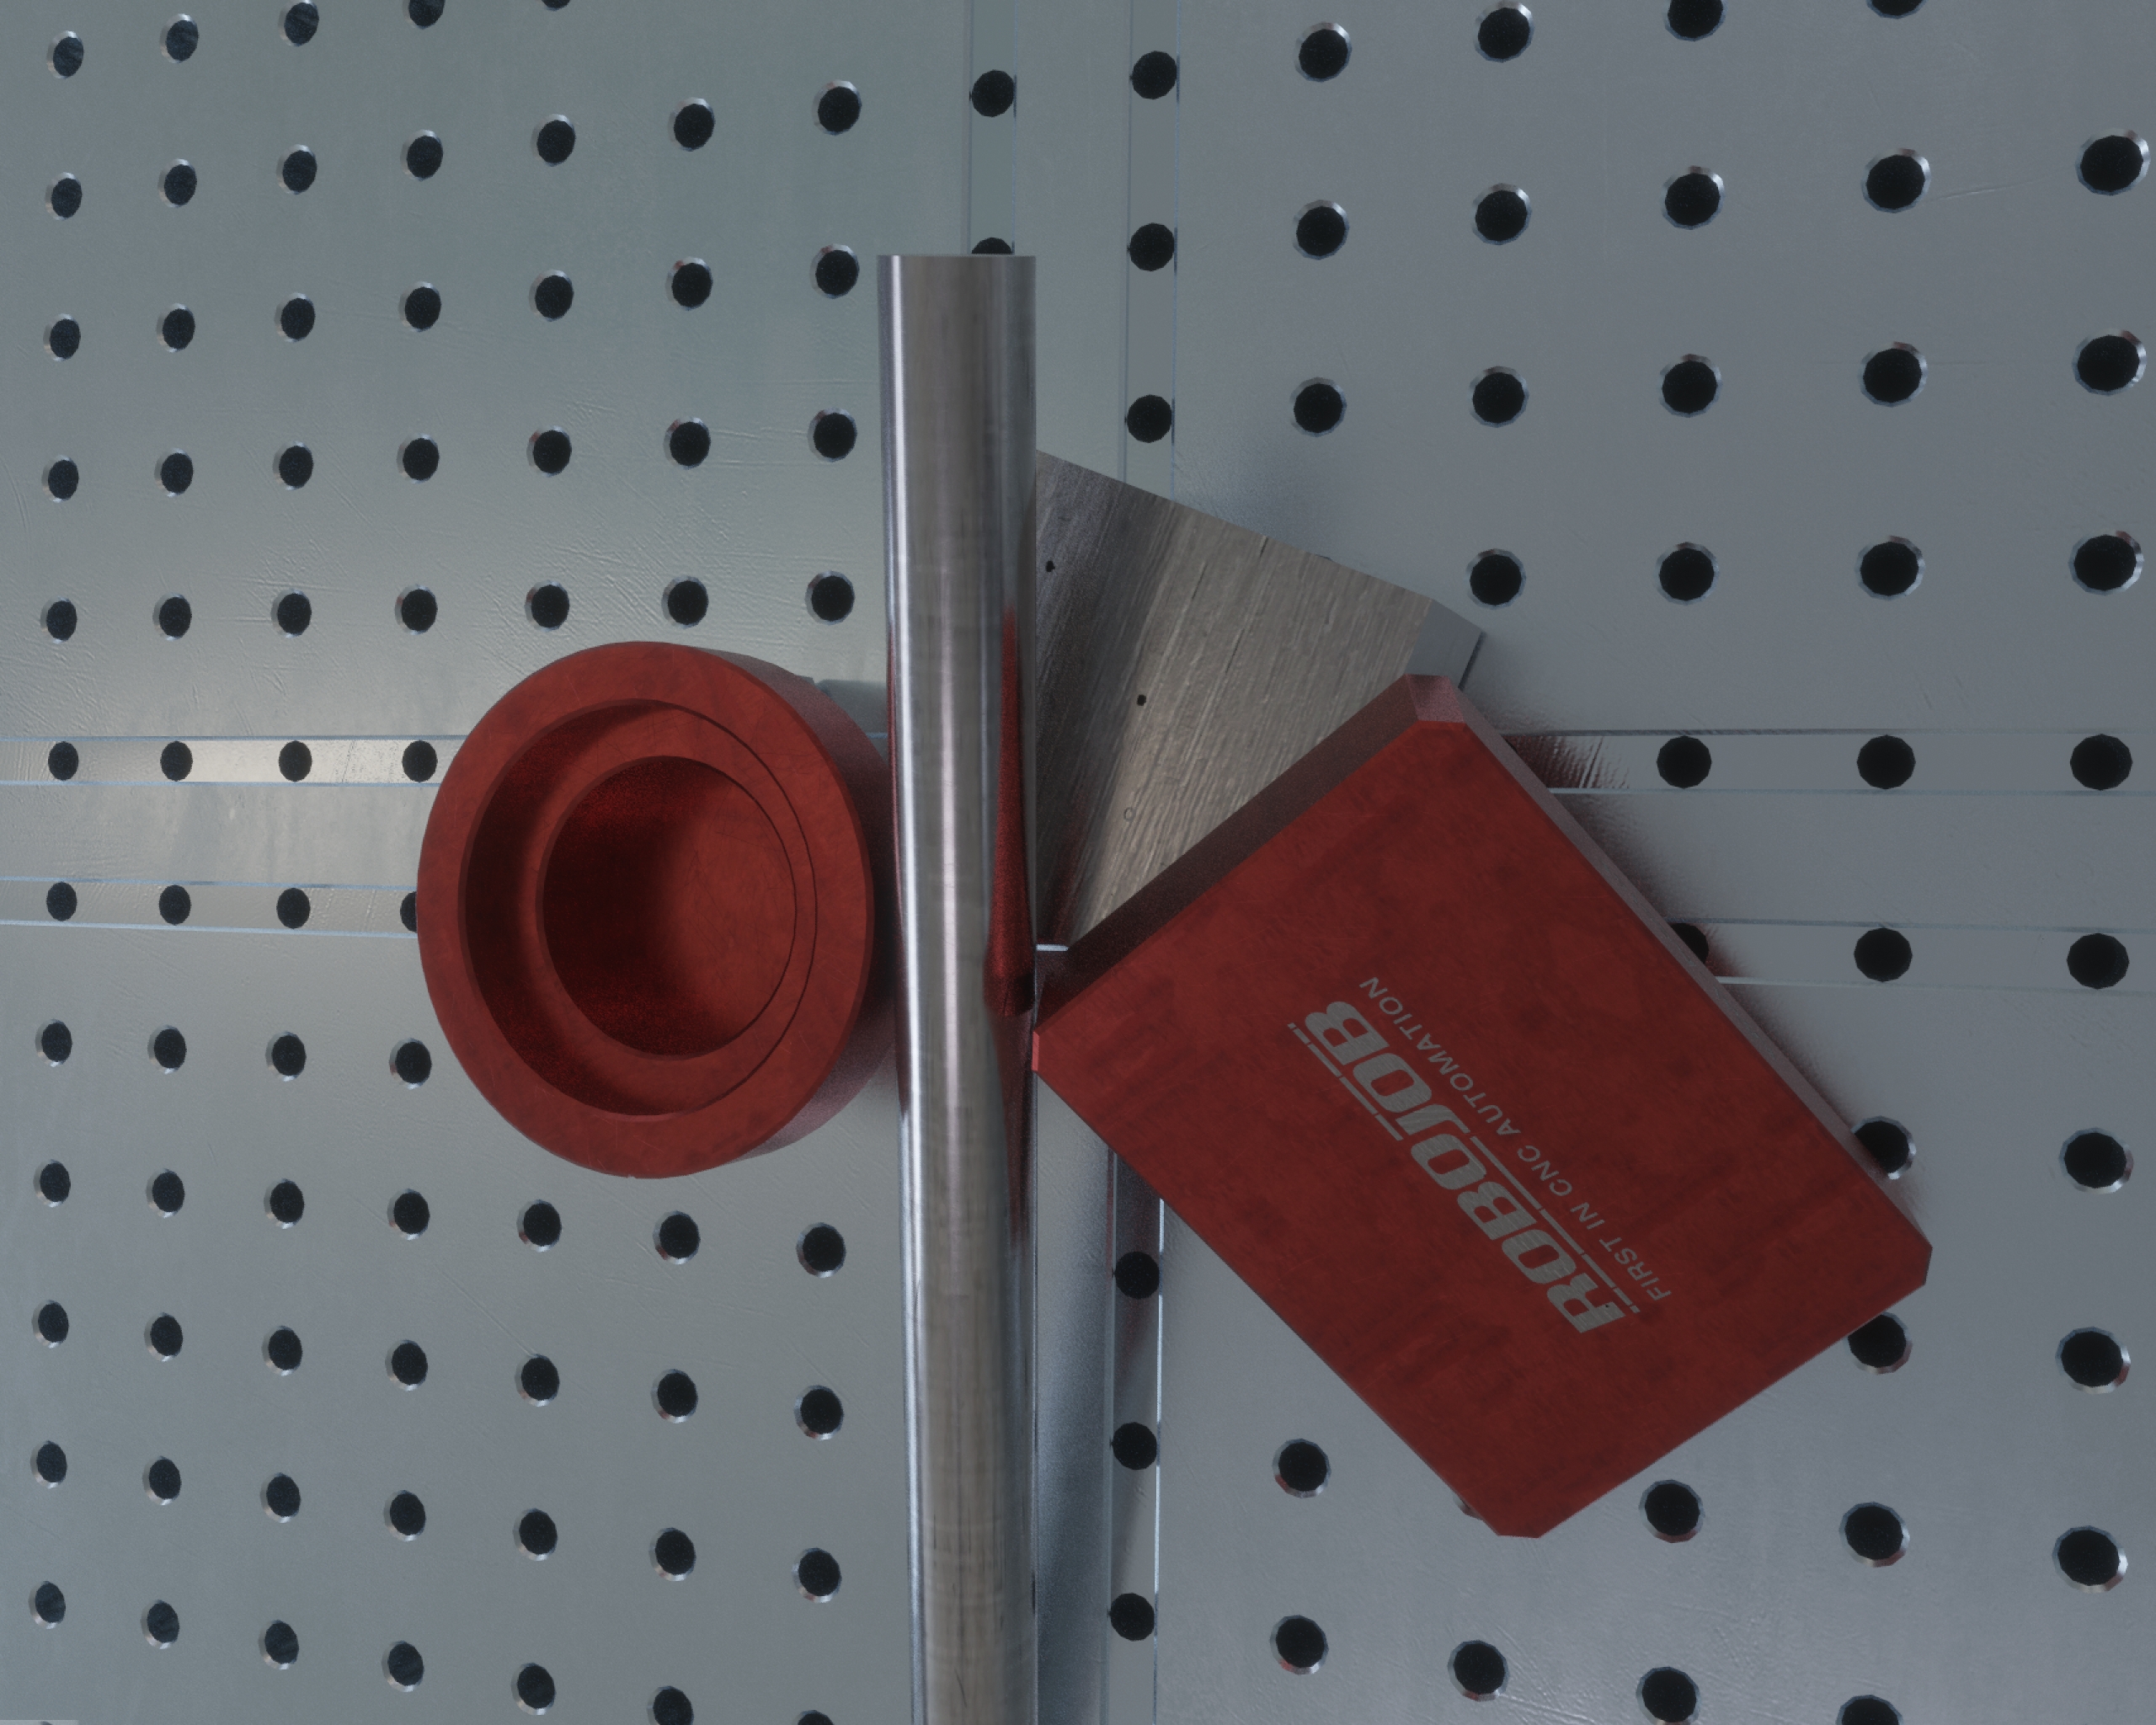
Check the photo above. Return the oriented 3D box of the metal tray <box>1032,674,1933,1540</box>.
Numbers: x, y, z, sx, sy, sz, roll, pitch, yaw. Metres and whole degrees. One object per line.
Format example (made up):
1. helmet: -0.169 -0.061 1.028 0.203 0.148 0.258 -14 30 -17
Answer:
1. metal tray: 0.068 0.044 0.355 0.090 0.030 0.130 -40 103 16

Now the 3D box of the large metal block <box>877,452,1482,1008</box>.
1. large metal block: 0.019 -0.023 0.389 0.080 0.050 0.080 24 98 18

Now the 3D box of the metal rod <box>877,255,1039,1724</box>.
1. metal rod: -0.020 0.046 0.373 0.025 0.025 0.298 6 108 20

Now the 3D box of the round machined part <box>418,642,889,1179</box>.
1. round machined part: -0.072 0.008 0.396 0.098 0.042 0.097 0 91 23

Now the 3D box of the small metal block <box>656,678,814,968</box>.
1. small metal block: -0.074 -0.007 0.435 0.050 0.025 0.050 -23 82 18
